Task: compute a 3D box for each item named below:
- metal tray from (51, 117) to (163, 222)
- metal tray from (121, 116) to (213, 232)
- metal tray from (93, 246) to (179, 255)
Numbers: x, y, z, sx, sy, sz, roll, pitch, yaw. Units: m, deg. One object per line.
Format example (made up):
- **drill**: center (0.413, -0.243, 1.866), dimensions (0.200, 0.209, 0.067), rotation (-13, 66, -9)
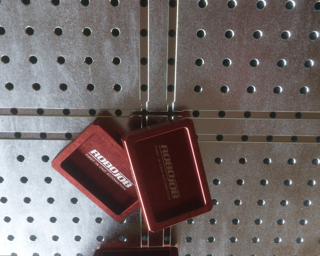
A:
- **metal tray**: center (-0.070, 0.060, 0.432), dimensions (0.090, 0.030, 0.130), rotation (-41, 105, 13)
- **metal tray**: center (0.010, 0.059, 0.406), dimensions (0.091, 0.030, 0.129), rotation (-17, 100, -13)
- **metal tray**: center (-0.037, 0.209, 0.452), dimensions (0.131, 0.090, 0.030), rotation (-2, 94, 0)
